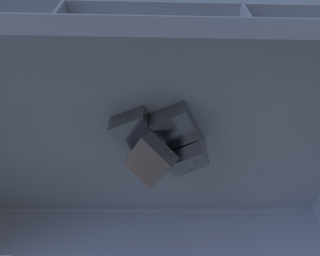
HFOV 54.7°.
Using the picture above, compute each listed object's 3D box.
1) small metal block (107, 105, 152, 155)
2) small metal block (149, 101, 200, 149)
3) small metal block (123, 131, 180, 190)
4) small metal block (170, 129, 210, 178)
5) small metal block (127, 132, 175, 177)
[{"bbox_3d":[-0.033,0.004,0.410,0.050,0.025,0.050,-20,128,15],"label":"small metal block"},{"bbox_3d":[0.019,-0.002,0.406,0.050,0.025,0.050,-20,128,15],"label":"small metal block"},{"bbox_3d":[-0.011,0.041,0.393,0.050,0.025,0.050,43,124,9],"label":"small metal block"},{"bbox_3d":[0.036,0.033,0.419,0.050,0.050,0.025,-23,127,17],"label":"small metal block"},{"bbox_3d":[-0.012,0.039,0.440,0.050,0.025,0.050,-20,128,15],"label":"small metal block"}]
